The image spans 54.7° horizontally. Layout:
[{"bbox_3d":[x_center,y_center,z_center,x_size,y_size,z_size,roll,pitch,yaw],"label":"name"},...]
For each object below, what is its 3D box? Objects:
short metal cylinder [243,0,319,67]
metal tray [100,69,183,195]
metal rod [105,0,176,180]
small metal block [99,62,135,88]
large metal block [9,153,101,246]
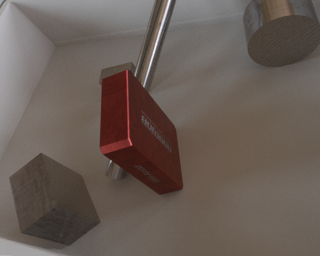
[{"bbox_3d":[0.143,-0.118,0.368,0.080,0.080,0.050,-12,57,21],"label":"short metal cylinder"},{"bbox_3d":[-0.016,0.010,0.339,0.030,0.130,0.090,-18,55,18],"label":"metal tray"},{"bbox_3d":[-0.016,-0.080,0.387,0.025,0.025,0.298,20,96,35],"label":"metal rod"},{"bbox_3d":[-0.053,-0.067,0.457,0.050,0.050,0.025,-9,58,23],"label":"small metal block"},{"bbox_3d":[-0.129,0.089,0.381,0.050,0.080,0.080,-38,51,3],"label":"large metal block"}]
